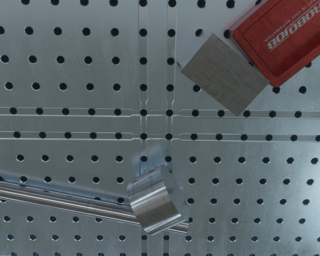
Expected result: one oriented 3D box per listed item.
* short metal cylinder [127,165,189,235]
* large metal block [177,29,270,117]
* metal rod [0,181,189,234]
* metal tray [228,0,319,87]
[{"bbox_3d":[-0.002,0.097,0.420,0.050,0.080,0.080,-27,108,10],"label":"short metal cylinder"},{"bbox_3d":[0.068,-0.067,0.360,0.080,0.080,0.050,36,106,-13],"label":"large metal block"},{"bbox_3d":[-0.107,0.115,0.454,0.302,0.025,0.025,12,110,-5],"label":"metal rod"},{"bbox_3d":[0.159,-0.123,0.366,0.130,0.030,0.090,-40,106,13],"label":"metal tray"}]
